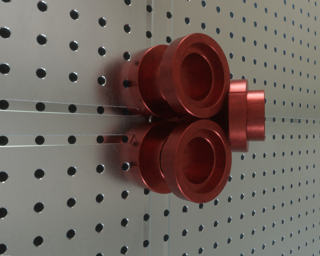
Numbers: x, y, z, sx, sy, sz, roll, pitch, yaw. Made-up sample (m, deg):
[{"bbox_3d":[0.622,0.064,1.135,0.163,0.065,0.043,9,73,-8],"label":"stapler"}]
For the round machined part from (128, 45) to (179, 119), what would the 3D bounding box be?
[{"bbox_3d":[0.010,-0.060,0.407,0.099,0.042,0.097,0,90,-40],"label":"round machined part"}]

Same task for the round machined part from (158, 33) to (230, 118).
[{"bbox_3d":[0.037,-0.060,0.372,0.099,0.042,0.097,0,90,-40],"label":"round machined part"}]

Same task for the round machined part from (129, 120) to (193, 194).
[{"bbox_3d":[0.011,0.038,0.407,0.099,0.042,0.097,0,90,-40],"label":"round machined part"}]

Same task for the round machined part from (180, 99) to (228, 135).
[{"bbox_3d":[0.080,-0.017,0.464,0.099,0.042,0.097,0,90,-40],"label":"round machined part"}]

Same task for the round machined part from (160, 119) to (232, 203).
[{"bbox_3d":[0.040,0.038,0.375,0.099,0.042,0.097,0,90,-40],"label":"round machined part"}]

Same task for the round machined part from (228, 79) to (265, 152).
[{"bbox_3d":[0.118,-0.016,0.413,0.098,0.042,0.097,-1,90,-72],"label":"round machined part"}]
